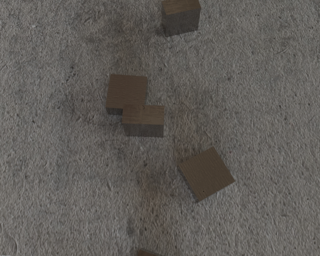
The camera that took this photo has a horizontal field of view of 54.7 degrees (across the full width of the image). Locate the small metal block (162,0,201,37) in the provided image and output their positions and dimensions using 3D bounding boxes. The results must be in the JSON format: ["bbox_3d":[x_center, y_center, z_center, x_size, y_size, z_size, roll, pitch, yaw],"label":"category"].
[{"bbox_3d":[0.030,-0.164,0.455,0.050,0.050,0.025,-14,71,-5],"label":"small metal block"}]

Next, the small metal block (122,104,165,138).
[{"bbox_3d":[-0.020,-0.008,0.397,0.050,0.050,0.025,2,70,1],"label":"small metal block"}]

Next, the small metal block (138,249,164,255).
[{"bbox_3d":[-0.001,0.153,0.339,0.050,0.050,0.025,17,71,6],"label":"small metal block"}]

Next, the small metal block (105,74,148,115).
[{"bbox_3d":[-0.044,-0.044,0.424,0.050,0.025,0.050,5,70,1],"label":"small metal block"}]

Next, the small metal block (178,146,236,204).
[{"bbox_3d":[0.057,0.059,0.387,0.050,0.025,0.050,-27,72,-10],"label":"small metal block"}]
